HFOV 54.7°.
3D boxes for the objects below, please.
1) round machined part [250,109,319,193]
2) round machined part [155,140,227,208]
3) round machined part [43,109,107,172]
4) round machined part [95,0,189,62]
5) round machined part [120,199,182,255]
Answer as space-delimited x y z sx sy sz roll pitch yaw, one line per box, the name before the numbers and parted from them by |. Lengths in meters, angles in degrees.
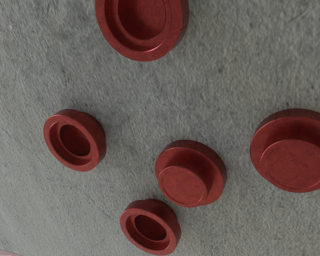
round machined part | 0.148 0.031 0.337 0.098 0.042 0.097 13 124 20
round machined part | 0.037 0.068 0.417 0.098 0.042 0.097 13 124 20
round machined part | -0.122 0.014 0.467 0.098 0.042 0.097 13 124 20
round machined part | -0.015 -0.123 0.326 0.098 0.042 0.097 13 124 20
round machined part | -0.011 0.152 0.495 0.098 0.042 0.097 13 124 20
